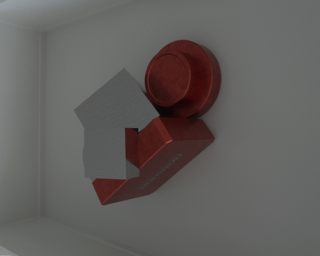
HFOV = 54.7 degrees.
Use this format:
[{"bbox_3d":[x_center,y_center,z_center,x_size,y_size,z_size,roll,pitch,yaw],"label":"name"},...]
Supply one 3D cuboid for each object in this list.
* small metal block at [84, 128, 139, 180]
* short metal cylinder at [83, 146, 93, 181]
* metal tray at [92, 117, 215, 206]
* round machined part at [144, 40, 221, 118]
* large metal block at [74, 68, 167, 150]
[{"bbox_3d":[-0.050,0.026,0.320,0.050,0.025,0.050,-2,88,26],"label":"small metal block"},{"bbox_3d":[-0.064,0.039,0.439,0.080,0.050,0.079,0,90,39],"label":"short metal cylinder"},{"bbox_3d":[-0.008,0.040,0.367,0.129,0.091,0.030,-45,63,30],"label":"metal tray"},{"bbox_3d":[0.020,-0.058,0.375,0.098,0.042,0.097,0,90,39],"label":"round machined part"},{"bbox_3d":[-0.044,-0.011,0.376,0.080,0.050,0.080,-39,64,6],"label":"large metal block"}]
